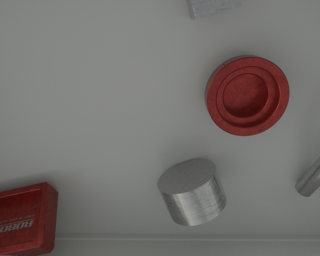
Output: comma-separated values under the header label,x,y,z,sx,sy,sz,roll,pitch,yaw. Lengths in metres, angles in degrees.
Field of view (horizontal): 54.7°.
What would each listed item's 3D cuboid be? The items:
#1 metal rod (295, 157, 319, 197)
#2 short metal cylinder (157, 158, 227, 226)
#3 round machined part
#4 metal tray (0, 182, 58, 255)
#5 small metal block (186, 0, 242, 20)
label,x,y,z,sx,sy,sz,roll,pitch,yaw
metal rod,0.239,-0.015,0.348,0.025,0.025,0.298,12,133,-5
short metal cylinder,0.043,0.083,0.413,0.080,0.080,0.050,-19,109,6
round machined part,0.105,-0.043,0.388,0.099,0.042,0.097,0,110,-1
metal tray,-0.209,0.132,0.421,0.131,0.090,0.030,-13,142,4
small metal block,0.058,-0.141,0.347,0.050,0.050,0.025,-15,110,5
